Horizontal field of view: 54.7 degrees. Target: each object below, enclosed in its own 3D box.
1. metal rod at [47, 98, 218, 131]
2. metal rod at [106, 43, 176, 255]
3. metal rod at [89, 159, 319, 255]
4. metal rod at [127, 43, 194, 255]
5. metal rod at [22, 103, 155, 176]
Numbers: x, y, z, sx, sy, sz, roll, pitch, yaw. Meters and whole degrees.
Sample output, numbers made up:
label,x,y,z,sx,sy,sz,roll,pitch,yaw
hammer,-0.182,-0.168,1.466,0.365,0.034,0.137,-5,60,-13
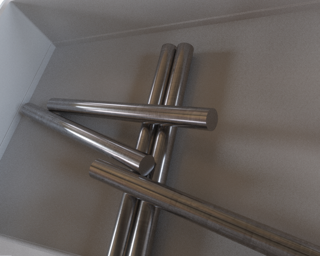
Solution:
label,x,y,z,sx,sy,sz,roll,pitch,yaw
metal rod,-0.061,-0.023,0.423,0.300,0.025,0.025,7,65,38
metal rod,-0.016,0.013,0.401,0.025,0.025,0.300,-1,61,27
metal rod,0.051,0.087,0.301,0.300,0.025,0.025,17,70,28
metal rod,0.006,0.015,0.388,0.025,0.025,0.300,-1,61,27
metal rod,-0.123,0.005,0.447,0.300,0.025,0.025,19,72,40
